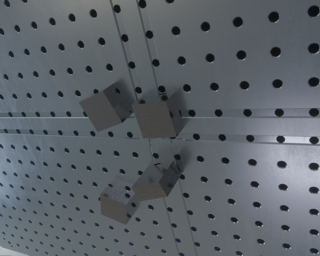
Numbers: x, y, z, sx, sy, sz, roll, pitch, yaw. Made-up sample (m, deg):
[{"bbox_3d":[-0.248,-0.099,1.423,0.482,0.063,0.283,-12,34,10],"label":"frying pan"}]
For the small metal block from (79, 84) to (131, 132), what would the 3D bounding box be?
[{"bbox_3d":[-0.077,-0.027,0.436,0.050,0.025,0.050,-19,109,35],"label":"small metal block"}]

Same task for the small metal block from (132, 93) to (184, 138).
[{"bbox_3d":[-0.002,-0.015,0.404,0.050,0.025,0.050,-4,117,30],"label":"small metal block"}]

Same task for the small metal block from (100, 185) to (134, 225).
[{"bbox_3d":[-0.074,0.132,0.533,0.050,0.025,0.050,17,125,18],"label":"small metal block"}]

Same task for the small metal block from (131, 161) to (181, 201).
[{"bbox_3d":[-0.005,0.076,0.445,0.050,0.050,0.025,-19,108,35],"label":"small metal block"}]
